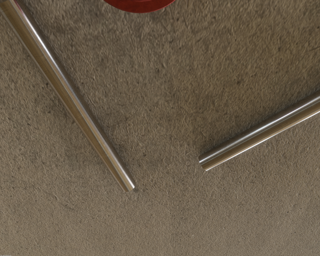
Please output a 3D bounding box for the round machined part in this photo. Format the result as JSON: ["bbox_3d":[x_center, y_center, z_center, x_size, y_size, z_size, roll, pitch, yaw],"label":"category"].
[{"bbox_3d":[-0.018,-0.154,0.265,0.099,0.042,0.097,-1,130,0],"label":"round machined part"}]

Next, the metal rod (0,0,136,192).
[{"bbox_3d":[-0.099,-0.018,0.390,0.025,0.025,0.299,-15,129,12],"label":"metal rod"}]

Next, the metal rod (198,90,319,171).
[{"bbox_3d":[0.179,-0.022,0.391,0.300,0.025,0.025,-32,123,24],"label":"metal rod"}]
